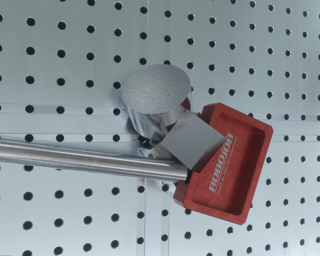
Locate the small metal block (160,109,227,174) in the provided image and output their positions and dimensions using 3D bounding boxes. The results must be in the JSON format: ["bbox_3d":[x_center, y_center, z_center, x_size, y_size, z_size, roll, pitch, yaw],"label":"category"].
[{"bbox_3d":[0.038,0.015,0.350,0.050,0.050,0.025,-53,147,5],"label":"small metal block"}]

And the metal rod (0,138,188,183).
[{"bbox_3d":[-0.119,0.031,0.338,0.302,0.025,0.025,8,87,-9],"label":"metal rod"}]

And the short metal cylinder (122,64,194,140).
[{"bbox_3d":[-0.001,-0.032,0.377,0.080,0.080,0.050,-37,145,-17],"label":"short metal cylinder"}]

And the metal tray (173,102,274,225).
[{"bbox_3d":[0.080,0.044,0.385,0.091,0.030,0.129,22,82,-19],"label":"metal tray"}]

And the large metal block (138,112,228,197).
[{"bbox_3d":[0.032,0.035,0.411,0.080,0.050,0.080,-37,102,-17],"label":"large metal block"}]
